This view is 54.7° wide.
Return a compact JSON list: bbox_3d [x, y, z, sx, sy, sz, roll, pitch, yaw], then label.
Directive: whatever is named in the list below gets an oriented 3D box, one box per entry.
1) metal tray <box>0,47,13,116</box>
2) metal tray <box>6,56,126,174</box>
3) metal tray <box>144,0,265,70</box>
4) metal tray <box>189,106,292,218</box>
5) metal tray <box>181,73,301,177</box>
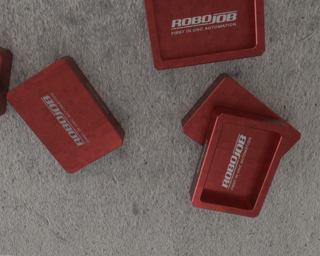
[{"bbox_3d":[-0.257,-0.068,0.379,0.131,0.030,0.089,15,109,-6],"label":"metal tray"},{"bbox_3d":[-0.117,-0.015,0.401,0.090,0.030,0.130,-30,108,10],"label":"metal tray"},{"bbox_3d":[0.052,-0.123,0.362,0.131,0.030,0.089,-8,110,2],"label":"metal tray"},{"bbox_3d":[0.097,0.045,0.391,0.091,0.030,0.129,12,110,-5],"label":"metal tray"},{"bbox_3d":[0.105,0.002,0.409,0.130,0.030,0.090,35,106,-12],"label":"metal tray"}]
